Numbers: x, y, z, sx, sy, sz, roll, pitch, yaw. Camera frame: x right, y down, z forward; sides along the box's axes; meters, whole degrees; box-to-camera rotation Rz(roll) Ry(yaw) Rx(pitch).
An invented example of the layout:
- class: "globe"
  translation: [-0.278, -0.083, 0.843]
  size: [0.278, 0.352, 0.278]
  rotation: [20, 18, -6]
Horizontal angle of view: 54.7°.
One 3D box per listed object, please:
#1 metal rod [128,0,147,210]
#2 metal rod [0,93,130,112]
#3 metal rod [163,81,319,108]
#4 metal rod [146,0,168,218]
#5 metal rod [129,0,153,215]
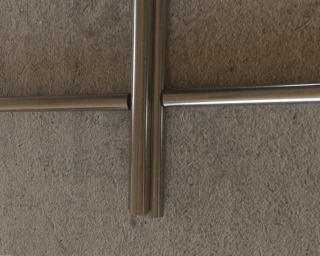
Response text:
- class: "metal rod"
  translation: [-0.028, -0.039, 0.420]
  size: [0.025, 0.025, 0.298]
  rotation: [1, 90, 19]
- class: "metal rod"
  translation: [-0.182, -0.037, 0.472]
  size: [0.301, 0.025, 0.025]
  rotation: [1, 90, 19]
- class: "metal rod"
  translation: [0.150, -0.040, 0.357]
  size: [0.301, 0.025, 0.025]
  rotation: [0, 90, 19]
- class: "metal rod"
  translation: [-0.004, -0.033, 0.412]
  size: [0.025, 0.025, 0.298]
  rotation: [1, 90, 19]
- class: "metal rod"
  translation: [-0.024, -0.041, 0.396]
  size: [0.025, 0.025, 0.298]
  rotation: [1, 90, 19]
